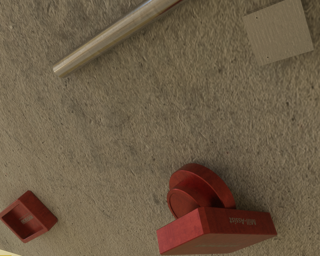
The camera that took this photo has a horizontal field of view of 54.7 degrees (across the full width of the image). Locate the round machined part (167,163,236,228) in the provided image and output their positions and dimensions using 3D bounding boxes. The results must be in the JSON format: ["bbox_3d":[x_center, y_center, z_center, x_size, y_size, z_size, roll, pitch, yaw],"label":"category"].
[{"bbox_3d":[0.047,0.099,0.412,0.098,0.042,0.097,29,135,34],"label":"round machined part"}]

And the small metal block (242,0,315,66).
[{"bbox_3d":[0.112,-0.092,0.291,0.050,0.025,0.050,-13,112,33],"label":"small metal block"}]

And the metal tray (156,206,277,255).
[{"bbox_3d":[0.073,0.135,0.397,0.131,0.030,0.090,15,139,-34],"label":"metal tray"}]

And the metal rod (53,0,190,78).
[{"bbox_3d":[-0.021,-0.122,0.341,0.300,0.025,0.025,-20,108,35],"label":"metal rod"}]

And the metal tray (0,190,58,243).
[{"bbox_3d":[-0.290,0.196,0.673,0.130,0.030,0.090,-34,100,38],"label":"metal tray"}]
